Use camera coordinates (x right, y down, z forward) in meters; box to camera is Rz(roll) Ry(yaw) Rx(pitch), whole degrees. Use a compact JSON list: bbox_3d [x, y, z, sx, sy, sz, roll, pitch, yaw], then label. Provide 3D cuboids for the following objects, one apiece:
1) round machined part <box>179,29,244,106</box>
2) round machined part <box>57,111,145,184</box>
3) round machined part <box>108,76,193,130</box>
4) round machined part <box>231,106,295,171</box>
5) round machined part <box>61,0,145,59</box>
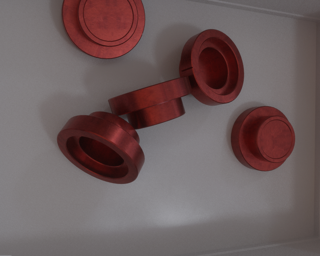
[{"bbox_3d":[0.064,-0.078,0.415,0.099,0.042,0.097,5,81,-36],"label":"round machined part"},{"bbox_3d":[-0.063,0.019,0.355,0.098,0.098,0.042,38,52,-16],"label":"round machined part"},{"bbox_3d":[-0.008,-0.028,0.369,0.099,0.098,0.042,-19,97,-19],"label":"round machined part"},{"bbox_3d":[0.159,0.016,0.460,0.099,0.042,0.097,0,90,-20],"label":"round machined part"},{"bbox_3d":[-0.064,-0.131,0.366,0.099,0.042,0.097,-6,106,-19],"label":"round machined part"}]
